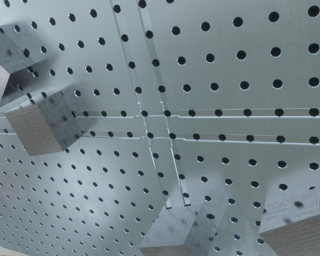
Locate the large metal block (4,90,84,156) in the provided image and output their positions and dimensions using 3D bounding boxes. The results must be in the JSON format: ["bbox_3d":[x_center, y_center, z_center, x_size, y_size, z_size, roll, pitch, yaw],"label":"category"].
[{"bbox_3d":[-0.182,-0.006,0.489,0.080,0.050,0.080,-10,114,32],"label":"large metal block"}]

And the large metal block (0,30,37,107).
[{"bbox_3d":[-0.247,-0.091,0.471,0.080,0.050,0.080,43,129,-1],"label":"large metal block"}]

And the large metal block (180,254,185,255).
[{"bbox_3d":[0.059,0.278,0.536,0.080,0.050,0.079,19,126,17],"label":"large metal block"}]

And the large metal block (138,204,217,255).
[{"bbox_3d":[0.029,0.164,0.463,0.080,0.080,0.050,-20,108,35],"label":"large metal block"}]

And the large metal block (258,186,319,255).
[{"bbox_3d":[0.182,0.128,0.378,0.080,0.050,0.080,48,129,-6],"label":"large metal block"}]
